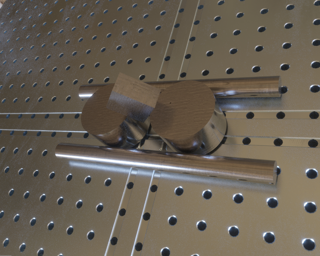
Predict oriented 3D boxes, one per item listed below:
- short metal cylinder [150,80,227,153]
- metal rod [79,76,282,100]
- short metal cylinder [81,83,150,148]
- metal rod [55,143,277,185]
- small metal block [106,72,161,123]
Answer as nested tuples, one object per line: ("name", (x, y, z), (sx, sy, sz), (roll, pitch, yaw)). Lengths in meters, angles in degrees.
("short metal cylinder", (0.035, -0.011, 0.376), (0.080, 0.050, 0.080), (-13, 56, 21))
("metal rod", (0.008, -0.053, 0.432), (0.300, 0.025, 0.025), (2, 63, 29))
("short metal cylinder", (-0.061, -0.015, 0.429), (0.080, 0.050, 0.080), (-13, 56, 21))
("metal rod", (-0.014, 0.040, 0.387), (0.300, 0.025, 0.025), (3, 63, 29))
("small metal block", (-0.033, -0.034, 0.367), (0.050, 0.050, 0.025), (22, 66, -10))
